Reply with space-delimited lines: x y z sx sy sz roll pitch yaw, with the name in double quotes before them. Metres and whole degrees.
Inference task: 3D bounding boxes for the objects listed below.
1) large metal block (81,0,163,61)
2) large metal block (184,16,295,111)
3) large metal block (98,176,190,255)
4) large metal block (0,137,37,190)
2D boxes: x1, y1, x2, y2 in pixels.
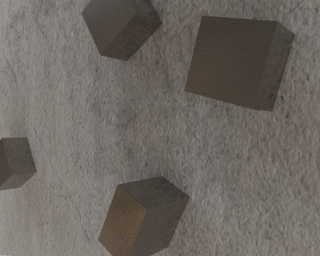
"large metal block" -0.055 -0.154 0.432 0.080 0.050 0.080 -39 67 33
"large metal block" 0.081 -0.067 0.321 0.080 0.050 0.079 21 103 37
"large metal block" -0.019 0.111 0.383 0.050 0.081 0.079 32 110 35
"large metal block" -0.305 0.074 0.636 0.080 0.050 0.080 -37 68 33
